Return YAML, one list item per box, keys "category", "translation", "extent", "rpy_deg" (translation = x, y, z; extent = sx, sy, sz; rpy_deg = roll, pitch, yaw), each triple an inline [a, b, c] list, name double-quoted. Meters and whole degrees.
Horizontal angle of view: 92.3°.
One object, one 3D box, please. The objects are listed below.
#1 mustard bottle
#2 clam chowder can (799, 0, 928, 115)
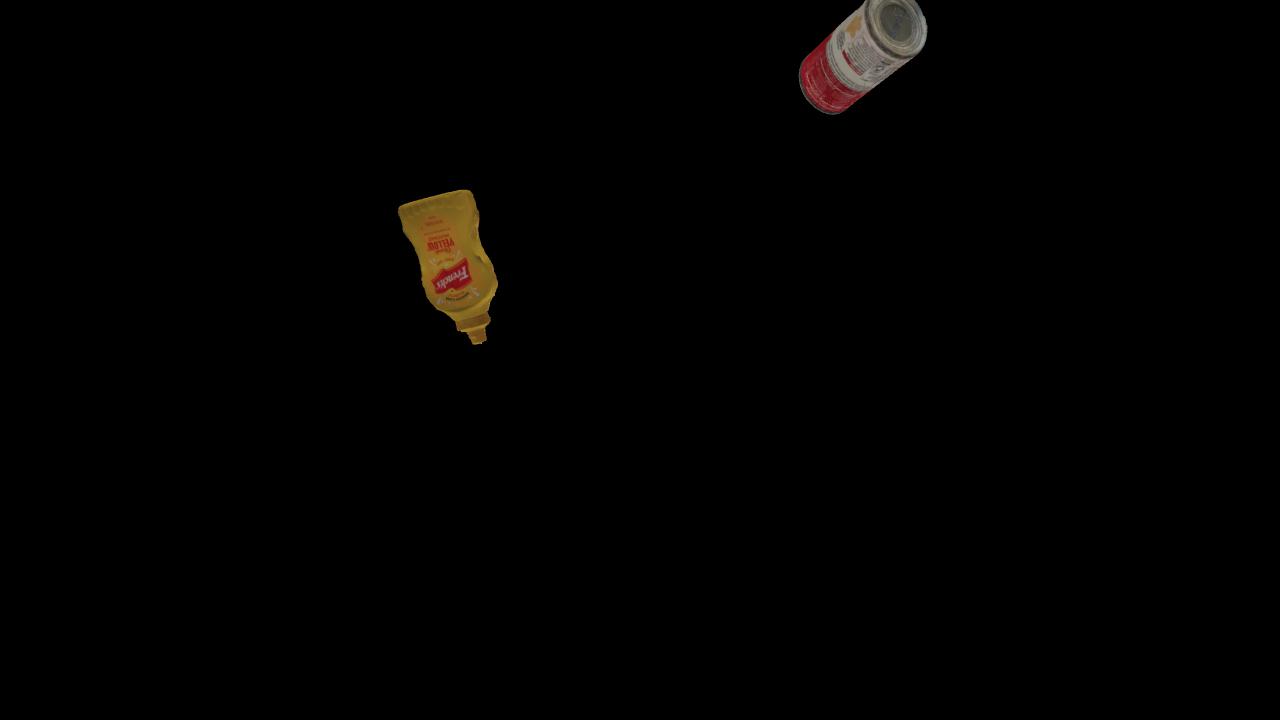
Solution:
- category: "mustard bottle"
  translation: [-0.222, -0.107, 0.751]
  extent: [0.092, 0.184, 0.054]
  rpy_deg: [-13, 13, 3]
- category: "clam chowder can"
  translation: [0.207, -0.288, 0.580]
  extent: [0.068, 0.068, 0.102]
  rpy_deg: [0, -6, -20]
